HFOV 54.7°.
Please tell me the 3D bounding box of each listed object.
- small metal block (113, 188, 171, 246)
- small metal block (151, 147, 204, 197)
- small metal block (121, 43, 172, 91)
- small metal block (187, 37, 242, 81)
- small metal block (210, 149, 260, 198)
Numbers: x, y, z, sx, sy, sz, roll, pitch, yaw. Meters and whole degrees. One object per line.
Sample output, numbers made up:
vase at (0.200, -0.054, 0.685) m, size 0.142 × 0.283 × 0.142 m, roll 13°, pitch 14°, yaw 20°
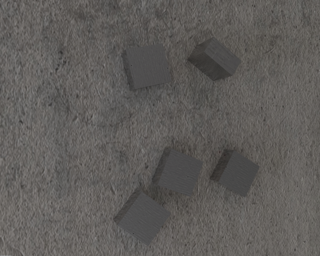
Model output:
small metal block at (-0.023, 0.114, 0.401) m, size 0.050 × 0.025 × 0.050 m, roll 40°, pitch 77°, yaw -16°
small metal block at (0.024, 0.059, 0.418) m, size 0.050 × 0.025 × 0.050 m, roll 24°, pitch 82°, yaw -19°
small metal block at (-0.018, -0.079, 0.402) m, size 0.050 × 0.025 × 0.050 m, roll -15°, pitch 95°, yaw -20°
small metal block at (0.073, -0.092, 0.422) m, size 0.050 × 0.050 × 0.025 m, roll 35°, pitch 79°, yaw -17°
small metal block at (0.108, 0.065, 0.449) m, size 0.050 × 0.025 × 0.050 m, roll 32°, pitch 80°, yaw -18°
